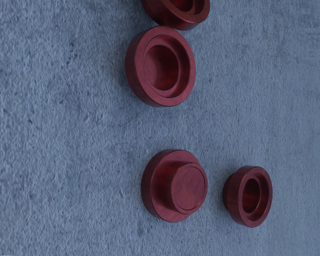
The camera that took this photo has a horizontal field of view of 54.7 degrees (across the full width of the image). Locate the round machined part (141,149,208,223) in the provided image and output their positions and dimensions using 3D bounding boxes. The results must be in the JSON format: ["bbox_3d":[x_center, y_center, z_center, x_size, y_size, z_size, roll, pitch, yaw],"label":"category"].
[{"bbox_3d":[0.026,0.078,0.416,0.099,0.042,0.097,0,90,-40],"label":"round machined part"}]

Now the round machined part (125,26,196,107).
[{"bbox_3d":[-0.004,-0.075,0.390,0.099,0.042,0.097,0,90,-40],"label":"round machined part"}]

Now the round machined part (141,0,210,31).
[{"bbox_3d":[0.014,-0.168,0.395,0.099,0.042,0.098,14,67,-34],"label":"round machined part"}]

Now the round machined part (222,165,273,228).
[{"bbox_3d":[0.141,0.110,0.512,0.099,0.042,0.097,0,90,-40],"label":"round machined part"}]
